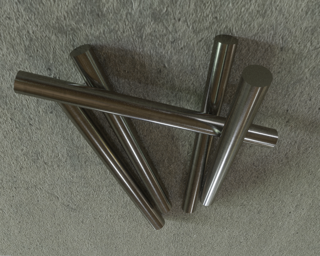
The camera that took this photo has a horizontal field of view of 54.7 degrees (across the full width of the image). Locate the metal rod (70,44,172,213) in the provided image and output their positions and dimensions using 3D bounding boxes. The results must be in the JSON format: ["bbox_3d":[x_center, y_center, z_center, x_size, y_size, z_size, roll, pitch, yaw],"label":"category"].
[{"bbox_3d":[-0.039,0.024,0.426,0.025,0.025,0.299,-14,129,12],"label":"metal rod"}]

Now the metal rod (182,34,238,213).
[{"bbox_3d":[0.059,0.020,0.424,0.025,0.025,0.298,3,130,-3],"label":"metal rod"}]

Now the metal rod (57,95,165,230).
[{"bbox_3d":[-0.059,0.065,0.461,0.025,0.025,0.299,-17,128,14],"label":"metal rod"}]

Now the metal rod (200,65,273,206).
[{"bbox_3d":[0.079,0.036,0.382,0.025,0.025,0.299,0,148,0],"label":"metal rod"}]

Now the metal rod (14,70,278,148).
[{"bbox_3d":[-0.006,-0.018,0.357,0.302,0.025,0.025,12,129,-11],"label":"metal rod"}]
